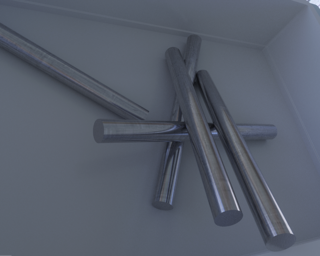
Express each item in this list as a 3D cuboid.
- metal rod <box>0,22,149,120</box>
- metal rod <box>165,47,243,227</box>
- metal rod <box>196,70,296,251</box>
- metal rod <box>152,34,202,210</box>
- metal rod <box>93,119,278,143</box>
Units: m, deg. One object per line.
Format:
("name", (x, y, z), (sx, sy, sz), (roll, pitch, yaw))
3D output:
("metal rod", (-0.149, -0.087, 0.378), (0.301, 0.025, 0.025), (30, 52, -9))
("metal rod", (0.039, -0.020, 0.376), (0.025, 0.025, 0.300), (14, 36, -20))
("metal rod", (0.083, 0.006, 0.372), (0.025, 0.025, 0.300), (17, 32, -19))
("metal rod", (0.031, -0.030, 0.440), (0.025, 0.025, 0.300), (24, 53, -14))
("metal rod", (0.058, 0.005, 0.406), (0.302, 0.025, 0.025), (1, 61, -37))
